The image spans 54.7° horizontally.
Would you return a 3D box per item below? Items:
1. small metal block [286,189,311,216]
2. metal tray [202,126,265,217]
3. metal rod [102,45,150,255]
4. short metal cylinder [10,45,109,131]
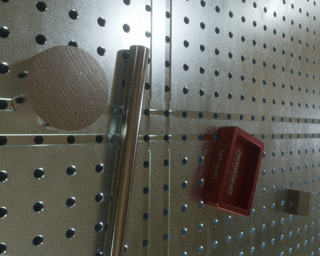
[{"bbox_3d":[0.293,0.158,0.656,0.050,0.025,0.050,15,81,-39],"label":"small metal block"},{"bbox_3d":[0.124,0.072,0.509,0.090,0.030,0.130,27,73,-37],"label":"metal tray"},{"bbox_3d":[-0.043,0.048,0.373,0.025,0.025,0.298,11,83,-40],"label":"metal rod"},{"bbox_3d":[-0.100,-0.037,0.309,0.081,0.050,0.079,0,90,-40],"label":"short metal cylinder"}]
